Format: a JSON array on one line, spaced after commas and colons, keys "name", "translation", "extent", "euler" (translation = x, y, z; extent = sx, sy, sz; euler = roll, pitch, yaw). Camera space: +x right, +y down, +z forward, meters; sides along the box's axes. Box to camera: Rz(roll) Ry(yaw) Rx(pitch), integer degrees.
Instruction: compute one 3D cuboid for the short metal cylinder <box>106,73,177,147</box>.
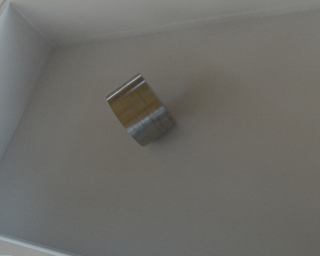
[{"name": "short metal cylinder", "translation": [-0.022, -0.023, 0.392], "extent": [0.050, 0.080, 0.080], "euler": [-36, 51, 4]}]
